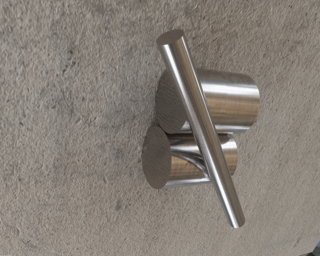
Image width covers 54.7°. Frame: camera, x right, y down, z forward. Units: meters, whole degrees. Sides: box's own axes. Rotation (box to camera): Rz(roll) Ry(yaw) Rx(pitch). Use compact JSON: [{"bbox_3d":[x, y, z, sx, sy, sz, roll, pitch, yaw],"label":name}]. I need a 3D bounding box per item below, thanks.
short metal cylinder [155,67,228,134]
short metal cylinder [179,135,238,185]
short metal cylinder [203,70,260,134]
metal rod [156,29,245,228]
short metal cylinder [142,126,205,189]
[{"bbox_3d":[0.035,-0.033,0.372,0.050,0.080,0.079,1,118,-29],"label":"short metal cylinder"},{"bbox_3d":[0.061,0.037,0.429,0.050,0.080,0.079,1,118,-29],"label":"short metal cylinder"},{"bbox_3d":[0.079,-0.032,0.396,0.050,0.080,0.079,1,118,-29],"label":"short metal cylinder"},{"bbox_3d":[0.060,0.028,0.355,0.025,0.025,0.299,-32,129,-8],"label":"metal rod"},{"bbox_3d":[0.016,0.038,0.405,0.050,0.080,0.079,1,118,-29],"label":"short metal cylinder"}]
